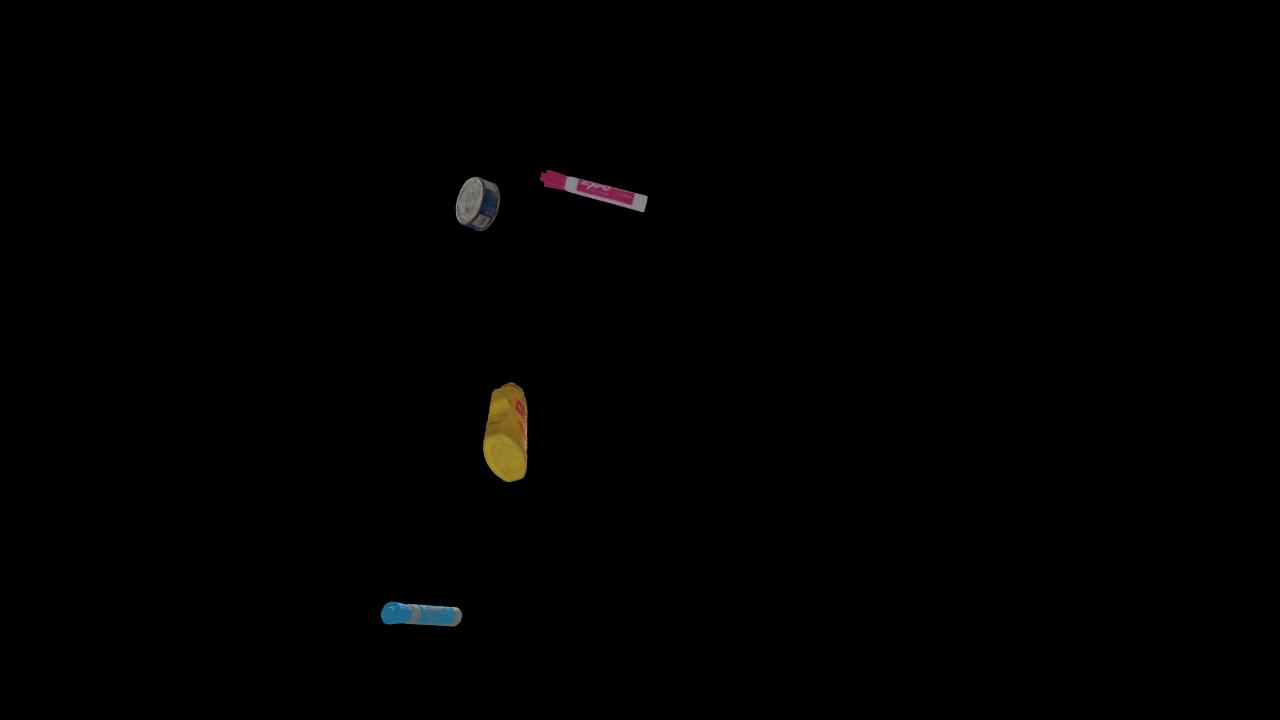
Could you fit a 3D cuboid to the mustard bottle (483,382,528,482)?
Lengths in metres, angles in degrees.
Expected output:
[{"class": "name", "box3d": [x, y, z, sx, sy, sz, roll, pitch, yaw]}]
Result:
[{"class": "mustard bottle", "box3d": [-0.198, 0.090, 0.925, 0.054, 0.092, 0.184, -20, 32, 4]}]

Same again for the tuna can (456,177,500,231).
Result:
[{"class": "tuna can", "box3d": [-0.271, -0.259, 1.021, 0.084, 0.084, 0.034, 0, -8, 43]}]

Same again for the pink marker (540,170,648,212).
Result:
[{"class": "pink marker", "box3d": [-0.052, -0.190, 0.689, 0.121, 0.020, 0.020, 13, -2, -7]}]

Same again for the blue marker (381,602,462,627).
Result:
[{"class": "blue marker", "box3d": [-0.207, 0.244, 0.589, 0.020, 0.020, 0.121, 0, -24, 14]}]
